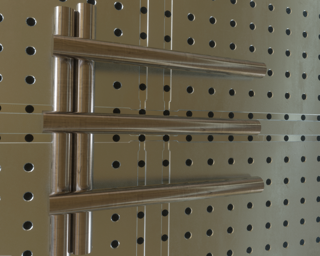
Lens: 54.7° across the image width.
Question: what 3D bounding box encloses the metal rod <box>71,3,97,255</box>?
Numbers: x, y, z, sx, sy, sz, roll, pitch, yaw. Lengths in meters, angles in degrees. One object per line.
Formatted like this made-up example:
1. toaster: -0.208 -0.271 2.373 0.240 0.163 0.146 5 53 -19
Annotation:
1. metal rod: -0.093 0.001 0.378 0.025 0.025 0.298 1 90 -20

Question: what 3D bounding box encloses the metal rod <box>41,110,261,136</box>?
1. metal rod: 0.009 -0.004 0.401 0.303 0.025 0.025 1 90 -26

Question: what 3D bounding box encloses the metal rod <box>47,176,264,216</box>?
1. metal rod: 0.014 0.085 0.404 0.303 0.025 0.025 1 90 -26

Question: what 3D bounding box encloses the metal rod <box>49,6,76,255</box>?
1. metal rod: -0.117 0.008 0.369 0.025 0.025 0.298 1 90 -20

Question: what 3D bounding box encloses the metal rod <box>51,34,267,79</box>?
1. metal rod: 0.018 -0.089 0.405 0.303 0.025 0.025 1 90 -26
